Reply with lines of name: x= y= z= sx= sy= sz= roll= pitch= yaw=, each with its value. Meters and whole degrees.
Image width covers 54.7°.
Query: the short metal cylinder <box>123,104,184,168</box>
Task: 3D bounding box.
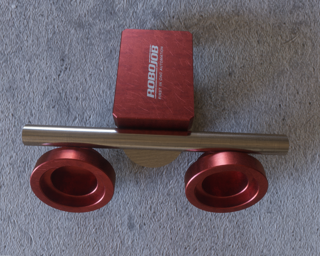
short metal cylinder: x=-0.009 y=0.008 z=0.399 sx=0.081 sy=0.050 sz=0.079 roll=0 pitch=90 yaw=-1

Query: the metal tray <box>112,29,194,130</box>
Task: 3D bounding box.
metal tray: x=-0.006 y=-0.062 z=0.381 sx=0.091 sy=0.030 sz=0.130 roll=2 pitch=64 yaw=-1

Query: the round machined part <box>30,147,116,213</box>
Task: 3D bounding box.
round machined part: x=-0.104 y=0.059 z=0.385 sx=0.099 sy=0.042 sz=0.097 roll=-1 pitch=129 yaw=-1

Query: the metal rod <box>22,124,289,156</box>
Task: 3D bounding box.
metal rod: x=-0.004 y=0.014 z=0.362 sx=0.302 sy=0.025 sz=0.025 roll=2 pitch=90 yaw=-1

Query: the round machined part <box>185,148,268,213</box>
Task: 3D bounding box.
round machined part: x=0.080 y=0.061 z=0.386 sx=0.099 sy=0.042 sz=0.097 roll=0 pitch=133 yaw=0
